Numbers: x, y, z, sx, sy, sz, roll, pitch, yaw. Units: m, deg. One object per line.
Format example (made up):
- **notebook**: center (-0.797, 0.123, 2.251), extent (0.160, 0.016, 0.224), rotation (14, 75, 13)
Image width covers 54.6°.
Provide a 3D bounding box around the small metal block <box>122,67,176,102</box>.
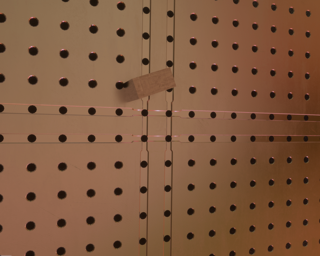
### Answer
- **small metal block**: center (-0.015, -0.054, 0.394), extent (0.050, 0.050, 0.025), rotation (-21, 97, -19)
